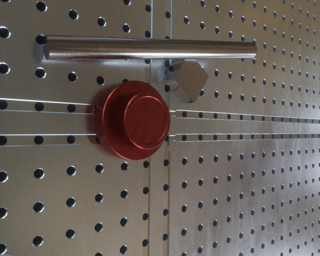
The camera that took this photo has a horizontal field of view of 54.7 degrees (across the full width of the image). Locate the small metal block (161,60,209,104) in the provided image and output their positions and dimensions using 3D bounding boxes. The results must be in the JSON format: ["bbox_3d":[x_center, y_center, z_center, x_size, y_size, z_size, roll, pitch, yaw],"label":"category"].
[{"bbox_3d":[0.037,-0.070,0.440,0.050,0.025,0.050,43,64,-32],"label":"small metal block"}]

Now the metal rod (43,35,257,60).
[{"bbox_3d":[0.012,-0.100,0.393,0.303,0.025,0.025,-8,96,-32],"label":"metal rod"}]

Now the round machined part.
[{"bbox_3d":[-0.026,-0.009,0.376,0.099,0.042,0.097,0,90,-40],"label":"round machined part"}]
